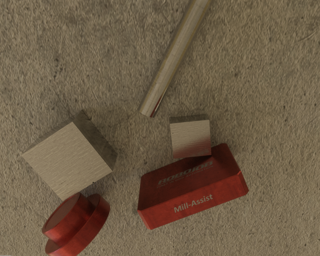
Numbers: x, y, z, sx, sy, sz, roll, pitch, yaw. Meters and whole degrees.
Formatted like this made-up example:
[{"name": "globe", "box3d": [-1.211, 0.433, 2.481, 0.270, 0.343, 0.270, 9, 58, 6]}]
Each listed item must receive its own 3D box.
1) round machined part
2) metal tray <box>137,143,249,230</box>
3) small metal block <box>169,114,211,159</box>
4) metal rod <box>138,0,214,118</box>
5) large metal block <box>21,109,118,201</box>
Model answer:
[{"name": "round machined part", "box3d": [-0.118, 0.125, 0.416, 0.098, 0.098, 0.042, -38, 106, 13]}, {"name": "metal tray", "box3d": [0.038, 0.072, 0.402, 0.130, 0.090, 0.030, -23, 109, 8]}, {"name": "small metal block", "box3d": [0.040, 0.011, 0.414, 0.050, 0.025, 0.050, -6, 110, 2]}, {"name": "metal rod", "box3d": [0.048, -0.146, 0.356, 0.025, 0.025, 0.298, 24, 108, -9]}, {"name": "large metal block", "box3d": [-0.115, 0.035, 0.408, 0.080, 0.050, 0.080, -32, 107, 11]}]
